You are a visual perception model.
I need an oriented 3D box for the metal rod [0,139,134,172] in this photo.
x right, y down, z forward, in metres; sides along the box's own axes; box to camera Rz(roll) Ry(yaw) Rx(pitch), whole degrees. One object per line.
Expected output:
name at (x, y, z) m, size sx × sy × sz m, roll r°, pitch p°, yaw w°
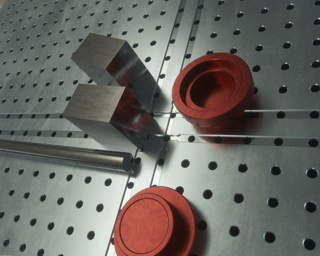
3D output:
metal rod at (-0.172, 0.037, 0.475) m, size 0.300 × 0.025 × 0.025 m, roll 3°, pitch 63°, yaw 29°

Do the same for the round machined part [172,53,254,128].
round machined part at (0.068, -0.043, 0.388) m, size 0.098 × 0.042 × 0.098 m, roll -13°, pitch 56°, yaw 21°

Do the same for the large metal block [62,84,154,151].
large metal block at (-0.067, -0.014, 0.417) m, size 0.080 × 0.080 × 0.050 m, roll 8°, pitch 66°, yaw 32°

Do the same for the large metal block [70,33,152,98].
large metal block at (-0.072, -0.092, 0.467) m, size 0.080 × 0.080 × 0.050 m, roll 23°, pitch 74°, yaw 36°

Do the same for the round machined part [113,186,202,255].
round machined part at (-0.009, 0.109, 0.335) m, size 0.098 × 0.042 × 0.098 m, roll -13°, pitch 56°, yaw 21°
